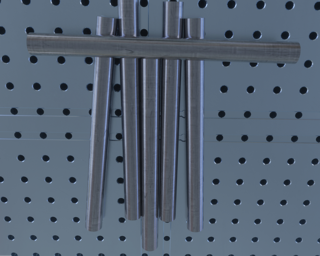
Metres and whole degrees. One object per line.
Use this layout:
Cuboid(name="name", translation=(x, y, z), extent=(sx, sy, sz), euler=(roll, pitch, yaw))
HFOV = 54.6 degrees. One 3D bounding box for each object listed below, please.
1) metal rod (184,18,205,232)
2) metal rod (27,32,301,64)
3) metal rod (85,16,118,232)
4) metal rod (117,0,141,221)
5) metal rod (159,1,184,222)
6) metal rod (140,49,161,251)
Cuboid(name="metal rod", translation=(0.047, 0.010, 0.418), extent=(0.025, 0.025, 0.298), euler=(-2, 110, 1))
Cuboid(name="metal rod", translation=(0.005, -0.091, 0.353), extent=(0.302, 0.025, 0.025), euler=(2, 110, -1))
Cuboid(name="metal rod", translation=(-0.081, 0.009, 0.415), extent=(0.025, 0.025, 0.298), euler=(7, 110, -3))
Cuboid(name="metal rod", translation=(-0.038, -0.010, 0.410), extent=(0.025, 0.025, 0.298), euler=(1, 110, 0))
Cuboid(name="metal rod", translation=(0.013, -0.007, 0.412), extent=(0.025, 0.025, 0.298), euler=(1, 110, 0))
Cuboid(name="metal rod", translation=(-0.013, 0.043, 0.429), extent=(0.025, 0.025, 0.298), euler=(1, 111, 0))
